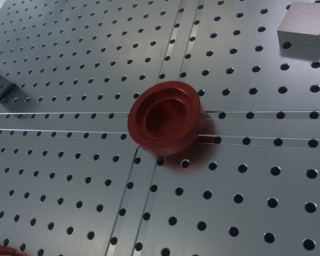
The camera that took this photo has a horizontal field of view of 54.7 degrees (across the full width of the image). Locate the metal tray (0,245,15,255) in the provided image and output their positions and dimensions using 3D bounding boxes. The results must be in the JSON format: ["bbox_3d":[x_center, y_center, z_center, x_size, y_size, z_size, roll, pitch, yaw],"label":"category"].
[{"bbox_3d":[-0.271,0.198,0.425,0.130,0.030,0.090,1,62,28],"label":"metal tray"}]

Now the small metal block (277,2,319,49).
[{"bbox_3d":[0.184,-0.131,0.392,0.050,0.025,0.050,21,73,36],"label":"small metal block"}]

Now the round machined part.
[{"bbox_3d":[0.011,-0.009,0.397,0.098,0.042,0.098,-13,56,21],"label":"round machined part"}]

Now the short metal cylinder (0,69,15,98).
[{"bbox_3d":[-0.338,-0.097,0.610,0.050,0.080,0.080,-48,51,-5],"label":"short metal cylinder"}]
